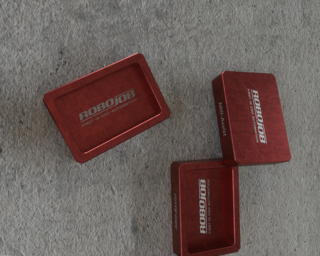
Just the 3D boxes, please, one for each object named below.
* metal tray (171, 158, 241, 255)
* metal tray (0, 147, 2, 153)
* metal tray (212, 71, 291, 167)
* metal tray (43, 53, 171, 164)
[{"bbox_3d":[0.064,0.109,0.429,0.091,0.030,0.129,-2,91,-20],"label":"metal tray"},{"bbox_3d":[-0.193,-0.002,0.282,0.030,0.130,0.090,-36,102,-16],"label":"metal tray"},{"bbox_3d":[0.128,-0.013,0.436,0.091,0.030,0.129,-1,76,-20],"label":"metal tray"},{"bbox_3d":[-0.063,-0.026,0.382,0.131,0.030,0.090,-29,100,-18],"label":"metal tray"}]
